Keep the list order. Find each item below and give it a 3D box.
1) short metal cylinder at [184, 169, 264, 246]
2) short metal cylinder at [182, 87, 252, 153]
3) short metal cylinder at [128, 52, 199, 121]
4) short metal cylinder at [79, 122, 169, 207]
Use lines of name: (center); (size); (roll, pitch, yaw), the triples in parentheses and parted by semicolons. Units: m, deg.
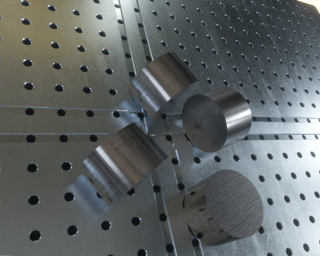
short metal cylinder: (0.076, 0.097, 0.376); (0.081, 0.050, 0.080); (14, 56, -21)
short metal cylinder: (0.076, -0.012, 0.423); (0.050, 0.080, 0.080); (-20, 73, -36)
short metal cylinder: (0.005, -0.054, 0.410); (0.081, 0.080, 0.050); (-33, 80, -38)
short metal cylinder: (-0.038, 0.038, 0.331); (0.050, 0.080, 0.081); (49, 51, 6)
